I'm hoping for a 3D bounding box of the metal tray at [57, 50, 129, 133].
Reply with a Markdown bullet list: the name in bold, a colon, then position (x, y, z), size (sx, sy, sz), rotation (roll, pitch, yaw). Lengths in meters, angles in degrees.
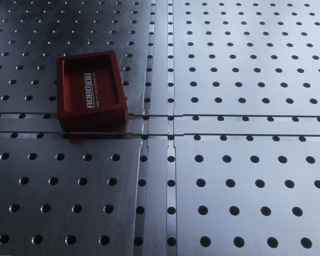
- **metal tray**: position (-0.101, -0.058, 0.452), size (0.091, 0.030, 0.130), rotation (-10, 51, -8)
